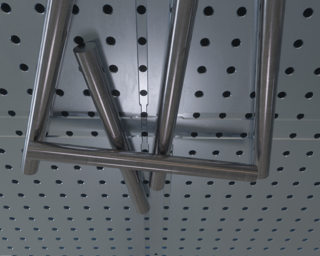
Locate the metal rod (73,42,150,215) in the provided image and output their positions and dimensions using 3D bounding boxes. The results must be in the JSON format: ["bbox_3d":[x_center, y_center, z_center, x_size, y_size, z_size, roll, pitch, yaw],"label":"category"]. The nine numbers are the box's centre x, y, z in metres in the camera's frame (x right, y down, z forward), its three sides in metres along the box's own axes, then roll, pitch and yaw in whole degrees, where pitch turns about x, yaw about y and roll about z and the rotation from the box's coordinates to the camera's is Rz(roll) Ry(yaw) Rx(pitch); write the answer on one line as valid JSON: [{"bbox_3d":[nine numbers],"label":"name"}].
[{"bbox_3d":[-0.055,0.024,0.431,0.025,0.025,0.299,-8,130,7],"label":"metal rod"}]

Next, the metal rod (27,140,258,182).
[{"bbox_3d":[-0.018,0.045,0.415,0.302,0.025,0.025,7,130,-6],"label":"metal rod"}]

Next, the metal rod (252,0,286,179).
[{"bbox_3d":[0.128,-0.044,0.374,0.025,0.025,0.299,-7,130,6],"label":"metal rod"}]

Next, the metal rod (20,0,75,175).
[{"bbox_3d":[-0.139,-0.045,0.371,0.025,0.025,0.298,17,128,-14],"label":"metal rod"}]

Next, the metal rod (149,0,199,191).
[{"bbox_3d":[0.011,-0.024,0.390,0.025,0.025,0.298,5,130,-4],"label":"metal rod"}]
